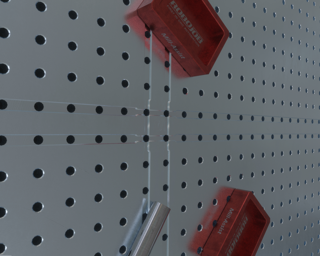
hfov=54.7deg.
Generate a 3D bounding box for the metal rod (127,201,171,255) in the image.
[{"bbox_3d":[-0.062,0.227,0.357,0.025,0.025,0.300,42,65,-32],"label":"metal rod"}]

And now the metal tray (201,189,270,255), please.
[{"bbox_3d":[0.130,0.179,0.516,0.090,0.030,0.130,52,60,-28],"label":"metal tray"}]

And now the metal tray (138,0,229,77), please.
[{"bbox_3d":[0.039,-0.148,0.438,0.130,0.030,0.090,43,64,-32],"label":"metal tray"}]
